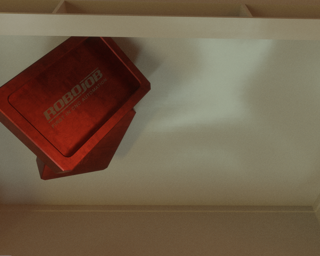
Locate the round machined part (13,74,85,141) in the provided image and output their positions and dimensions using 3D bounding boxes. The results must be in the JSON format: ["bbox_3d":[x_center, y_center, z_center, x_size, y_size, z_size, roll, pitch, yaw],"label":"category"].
[{"bbox_3d":[-0.131,-0.014,0.384,0.099,0.042,0.097,-1,130,0],"label":"round machined part"}]

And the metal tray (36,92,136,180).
[{"bbox_3d":[-0.094,0.012,0.378,0.091,0.030,0.129,-6,145,-34],"label":"metal tray"}]

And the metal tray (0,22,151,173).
[{"bbox_3d":[-0.080,-0.032,0.301,0.090,0.130,0.030,49,148,-14],"label":"metal tray"}]
